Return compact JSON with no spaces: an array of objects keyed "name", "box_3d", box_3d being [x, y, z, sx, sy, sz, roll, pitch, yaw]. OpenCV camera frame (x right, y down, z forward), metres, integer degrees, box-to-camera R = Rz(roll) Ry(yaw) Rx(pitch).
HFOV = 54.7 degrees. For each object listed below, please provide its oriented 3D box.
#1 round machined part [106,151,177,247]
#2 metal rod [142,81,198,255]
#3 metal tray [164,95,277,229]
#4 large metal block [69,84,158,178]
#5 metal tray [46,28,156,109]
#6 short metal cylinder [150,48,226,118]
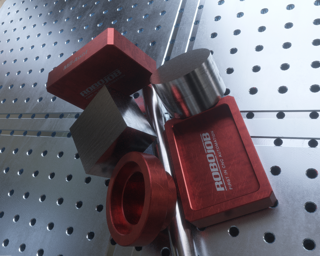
[{"name":"round machined part","box_3d":[-0.018,0.077,0.337,0.098,0.042,0.098,-27,56,50]},{"name":"metal rod","box_3d":[0.003,0.023,0.387,0.025,0.025,0.299,-23,53,14]},{"name":"metal tray","box_3d":[0.061,0.034,0.347,0.090,0.030,0.130,-22,53,14]},{"name":"large metal block","box_3d":[-0.062,0.006,0.393,0.080,0.050,0.080,-48,49,18]},{"name":"metal tray","box_3d":[-0.081,-0.071,0.430,0.130,0.090,0.030,-25,53,31]},{"name":"short metal cylinder","box_3d":[0.034,-0.056,0.385,0.080,0.050,0.080,-24,27,13]}]
